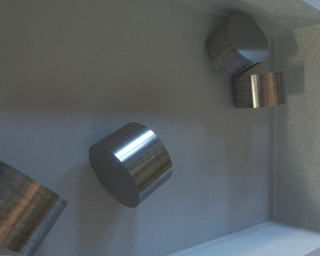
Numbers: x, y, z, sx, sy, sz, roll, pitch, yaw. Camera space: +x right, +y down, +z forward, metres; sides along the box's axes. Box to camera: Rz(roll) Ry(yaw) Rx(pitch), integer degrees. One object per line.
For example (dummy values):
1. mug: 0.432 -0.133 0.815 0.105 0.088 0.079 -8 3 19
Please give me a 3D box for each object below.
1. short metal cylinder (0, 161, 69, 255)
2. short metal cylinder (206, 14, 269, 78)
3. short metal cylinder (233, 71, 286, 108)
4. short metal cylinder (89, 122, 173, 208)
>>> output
1. short metal cylinder: -0.127 0.066 0.264 0.080 0.080 0.050 44 63 -31
2. short metal cylinder: 0.118 -0.124 0.472 0.081 0.050 0.080 12 66 -27
3. short metal cylinder: 0.161 -0.062 0.506 0.081 0.080 0.050 -13 99 -39
4. short metal cylinder: -0.033 0.040 0.343 0.050 0.080 0.080 -35 112 -34
